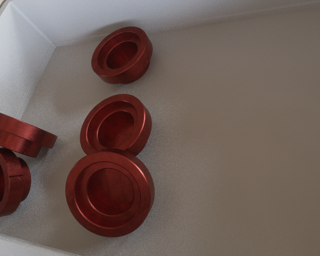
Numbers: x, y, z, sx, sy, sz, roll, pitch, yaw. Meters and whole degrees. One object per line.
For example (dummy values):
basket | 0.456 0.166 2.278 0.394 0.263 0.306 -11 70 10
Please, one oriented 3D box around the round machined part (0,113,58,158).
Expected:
round machined part | -0.208 0.013 0.458 0.098 0.098 0.042 15 78 34

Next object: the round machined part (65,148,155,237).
round machined part | -0.054 0.071 0.358 0.098 0.042 0.097 2 98 11

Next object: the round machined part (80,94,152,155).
round machined part | -0.055 0.006 0.419 0.098 0.042 0.098 -13 56 20

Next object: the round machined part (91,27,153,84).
round machined part | -0.055 -0.109 0.489 0.098 0.042 0.098 -13 56 20

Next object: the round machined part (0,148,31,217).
round machined part | -0.225 0.077 0.447 0.098 0.042 0.097 -1 88 33
